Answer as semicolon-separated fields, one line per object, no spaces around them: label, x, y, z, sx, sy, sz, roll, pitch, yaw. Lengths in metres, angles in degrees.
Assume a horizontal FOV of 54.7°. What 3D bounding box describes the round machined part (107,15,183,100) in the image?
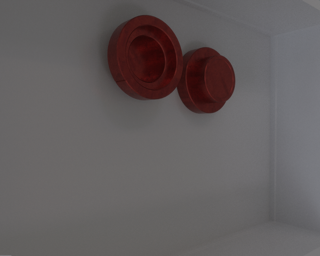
round machined part;-0.022;-0.082;0.377;0.099;0.042;0.097;0;90;-40

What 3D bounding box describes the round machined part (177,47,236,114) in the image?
round machined part;0.074;-0.070;0.457;0.099;0.042;0.097;0;90;-40
